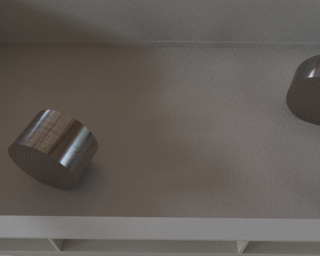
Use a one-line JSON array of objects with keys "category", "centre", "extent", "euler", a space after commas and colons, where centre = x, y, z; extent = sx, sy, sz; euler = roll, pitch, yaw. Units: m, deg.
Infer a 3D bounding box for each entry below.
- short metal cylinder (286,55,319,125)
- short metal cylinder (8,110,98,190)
[{"category": "short metal cylinder", "centre": [0.216, -0.050, 0.413], "extent": [0.080, 0.080, 0.050], "euler": [22, 54, 17]}, {"category": "short metal cylinder", "centre": [-0.118, 0.026, 0.347], "extent": [0.080, 0.080, 0.050], "euler": [15, 52, 12]}]
